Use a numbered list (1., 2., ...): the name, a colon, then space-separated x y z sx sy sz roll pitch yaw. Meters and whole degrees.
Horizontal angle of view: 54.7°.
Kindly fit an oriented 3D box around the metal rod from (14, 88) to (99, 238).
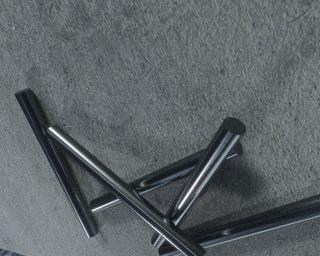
1. metal rod: -0.173 0.073 0.543 0.025 0.025 0.298 -4 117 30

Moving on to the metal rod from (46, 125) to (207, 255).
1. metal rod: -0.059 0.092 0.465 0.300 0.025 0.025 37 130 15

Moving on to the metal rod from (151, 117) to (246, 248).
1. metal rod: 0.037 0.095 0.423 0.025 0.025 0.298 31 136 8

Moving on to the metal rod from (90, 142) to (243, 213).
1. metal rod: -0.011 0.080 0.462 0.299 0.025 0.025 -30 102 37

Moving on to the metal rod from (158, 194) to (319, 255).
1. metal rod: 0.104 0.148 0.443 0.299 0.025 0.025 -34 99 38
